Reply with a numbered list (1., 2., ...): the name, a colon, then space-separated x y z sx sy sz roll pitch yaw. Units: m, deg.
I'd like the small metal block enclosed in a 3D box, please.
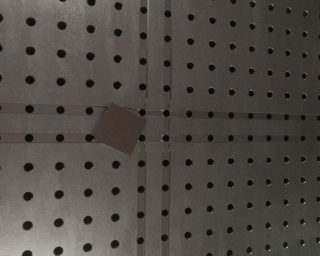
1. small metal block: -0.052 0.002 0.394 0.050 0.025 0.050 27 81 -18
